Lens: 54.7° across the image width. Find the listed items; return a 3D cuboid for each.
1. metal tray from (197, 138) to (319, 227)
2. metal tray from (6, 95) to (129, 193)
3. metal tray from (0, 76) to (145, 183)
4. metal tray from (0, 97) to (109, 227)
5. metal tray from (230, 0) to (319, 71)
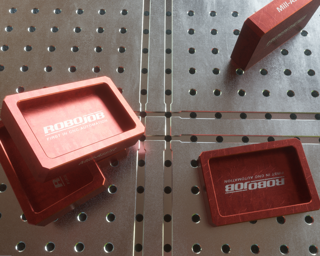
[{"bbox_3d":[0.119,0.067,0.385,0.131,0.030,0.090,-8,70,-4],"label":"metal tray"},{"bbox_3d":[-0.117,0.021,0.399,0.131,0.030,0.090,-26,72,-10],"label":"metal tray"},{"bbox_3d":[-0.092,-0.006,0.345,0.131,0.030,0.090,-22,70,-42],"label":"metal tray"},{"bbox_3d":[-0.131,0.035,0.362,0.090,0.030,0.130,-30,73,-11],"label":"metal tray"},{"bbox_3d":[0.165,-0.145,0.432,0.131,0.090,0.030,-36,74,-12],"label":"metal tray"}]
